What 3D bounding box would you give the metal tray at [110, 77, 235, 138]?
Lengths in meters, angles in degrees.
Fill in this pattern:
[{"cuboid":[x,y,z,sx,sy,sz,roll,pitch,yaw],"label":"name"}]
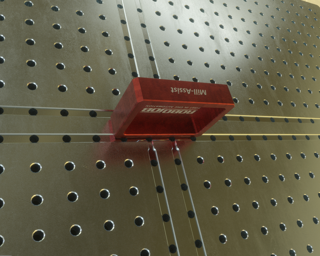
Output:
[{"cuboid":[0.015,-0.021,0.386,0.131,0.090,0.030,0,62,-28],"label":"metal tray"}]
